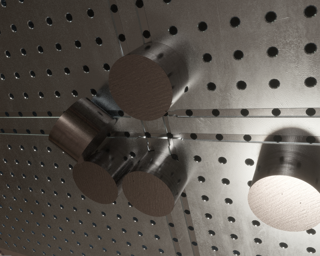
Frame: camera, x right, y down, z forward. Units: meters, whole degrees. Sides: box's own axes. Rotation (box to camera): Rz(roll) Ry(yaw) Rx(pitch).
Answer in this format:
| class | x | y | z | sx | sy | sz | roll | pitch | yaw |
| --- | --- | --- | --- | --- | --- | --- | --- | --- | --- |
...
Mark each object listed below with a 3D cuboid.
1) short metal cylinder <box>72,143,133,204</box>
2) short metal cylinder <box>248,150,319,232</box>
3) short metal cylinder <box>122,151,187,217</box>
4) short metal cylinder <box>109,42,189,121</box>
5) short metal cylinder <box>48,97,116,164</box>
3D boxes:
| class | x | y | z | sx | sy | sz | roll | pitch | yaw |
| --- | --- | --- | --- | --- | --- | --- | --- | --- | --- |
| short metal cylinder | -0.087 | 0.071 | 0.483 | 0.080 | 0.050 | 0.079 | 13 | 124 | 20 |
| short metal cylinder | 0.148 | 0.073 | 0.362 | 0.080 | 0.050 | 0.079 | 13 | 124 | 20 |
| short metal cylinder | -0.007 | 0.080 | 0.447 | 0.080 | 0.050 | 0.079 | 13 | 124 | 20 |
| short metal cylinder | -0.013 | -0.055 | 0.366 | 0.080 | 0.050 | 0.079 | 13 | 124 | 20 |
| short metal cylinder | -0.107 | 0.003 | 0.432 | 0.050 | 0.080 | 0.080 | 38 | 129 | 2 |
